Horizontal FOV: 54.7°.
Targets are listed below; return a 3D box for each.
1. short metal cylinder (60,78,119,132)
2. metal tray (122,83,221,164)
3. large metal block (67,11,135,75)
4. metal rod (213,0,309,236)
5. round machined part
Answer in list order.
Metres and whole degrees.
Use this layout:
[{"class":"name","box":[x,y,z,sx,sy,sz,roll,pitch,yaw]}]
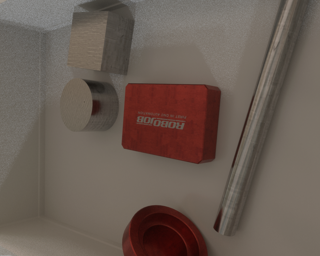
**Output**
[{"class":"short metal cylinder","box":[-0.109,-0.034,0.478,0.080,0.050,0.079,0,90,39]},{"class":"metal tray","box":[0.009,-0.010,0.394,0.130,0.030,0.089,8,95,39]},{"class":"large metal block","box":[-0.089,-0.125,0.462,0.080,0.050,0.079,15,100,38]},{"class":"metal rod","box":[0.107,-0.028,0.317,0.025,0.025,0.298,22,104,37]},{"class":"round machined part","box":[0.002,0.141,0.357,0.098,0.099,0.042,49,125,28]}]
